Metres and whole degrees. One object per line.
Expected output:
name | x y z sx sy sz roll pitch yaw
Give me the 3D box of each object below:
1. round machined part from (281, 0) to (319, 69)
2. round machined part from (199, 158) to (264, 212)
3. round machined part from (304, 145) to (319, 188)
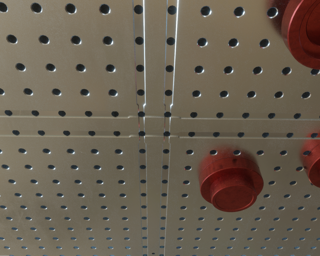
round machined part | 0.171 -0.111 0.309 0.099 0.042 0.097 -1 130 0
round machined part | 0.112 0.095 0.483 0.099 0.042 0.097 0 130 0
round machined part | 0.270 0.061 0.457 0.099 0.042 0.097 0 130 0
